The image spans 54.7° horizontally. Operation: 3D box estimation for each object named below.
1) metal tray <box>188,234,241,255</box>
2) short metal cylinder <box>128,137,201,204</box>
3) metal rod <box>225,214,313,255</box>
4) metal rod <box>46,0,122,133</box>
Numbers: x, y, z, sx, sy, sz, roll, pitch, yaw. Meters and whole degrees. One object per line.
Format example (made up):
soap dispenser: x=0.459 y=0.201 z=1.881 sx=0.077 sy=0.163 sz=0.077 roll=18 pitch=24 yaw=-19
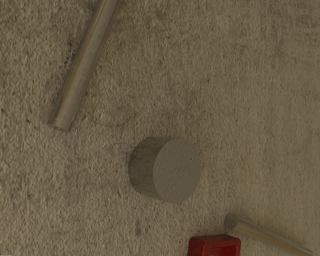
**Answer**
metal tray: x=0.079 y=0.233 z=0.470 sx=0.091 sy=0.030 sz=0.129 roll=13 pitch=82 yaw=-40
short metal cylinder: x=0.007 y=0.052 z=0.396 sx=0.081 sy=0.050 sz=0.079 roll=0 pitch=90 yaw=-40
metal rod: x=0.221 y=0.215 z=0.593 sx=0.301 sy=0.025 sz=0.025 roll=31 pitch=71 yaw=-36
metal rod: x=-0.061 y=-0.138 z=0.354 sx=0.025 sy=0.025 sz=0.299 roll=28 pitch=72 yaw=-37
